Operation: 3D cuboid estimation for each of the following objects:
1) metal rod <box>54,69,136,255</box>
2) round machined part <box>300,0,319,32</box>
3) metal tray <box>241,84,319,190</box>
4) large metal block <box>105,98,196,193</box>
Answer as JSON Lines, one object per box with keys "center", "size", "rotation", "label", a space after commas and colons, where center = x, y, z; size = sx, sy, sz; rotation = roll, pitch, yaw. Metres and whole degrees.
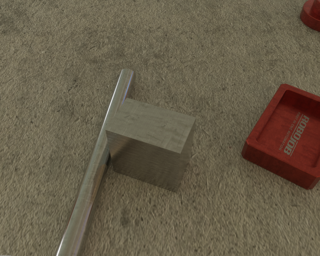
{"center": [-0.071, 0.033, 0.374], "size": [0.025, 0.025, 0.300], "rotation": [7, 50, 5], "label": "metal rod"}
{"center": [0.322, -0.222, 0.583], "size": [0.099, 0.042, 0.098], "rotation": [0, 50, 0], "label": "round machined part"}
{"center": [0.174, 0.005, 0.398], "size": [0.090, 0.030, 0.131], "rotation": [27, 55, 21], "label": "metal tray"}
{"center": [-0.009, 0.021, 0.350], "size": [0.080, 0.080, 0.050], "rotation": [17, 52, 13], "label": "large metal block"}
